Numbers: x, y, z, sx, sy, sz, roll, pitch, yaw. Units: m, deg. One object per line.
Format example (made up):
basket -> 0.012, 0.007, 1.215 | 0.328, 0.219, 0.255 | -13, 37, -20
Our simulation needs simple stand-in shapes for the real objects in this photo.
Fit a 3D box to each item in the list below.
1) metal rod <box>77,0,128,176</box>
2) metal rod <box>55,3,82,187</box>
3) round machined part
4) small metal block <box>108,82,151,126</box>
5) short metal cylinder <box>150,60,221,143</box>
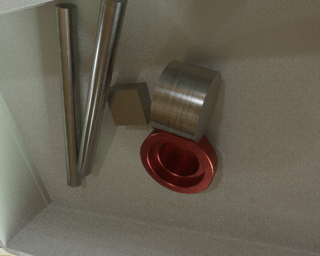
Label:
metal rod -> -0.083, -0.029, 0.403 | 0.025, 0.025, 0.298 | 31, 135, 8
metal rod -> -0.132, -0.026, 0.459 | 0.025, 0.025, 0.298 | 20, 126, 16
round machined part -> 0.028, 0.035, 0.400 | 0.098, 0.042, 0.097 | 15, 129, 19
small metal block -> -0.039, -0.031, 0.409 | 0.050, 0.025, 0.050 | 0, 119, 28
short metal cylinder -> 0.029, -0.029, 0.339 | 0.050, 0.080, 0.079 | 19, 126, 17
